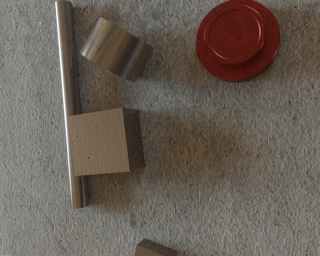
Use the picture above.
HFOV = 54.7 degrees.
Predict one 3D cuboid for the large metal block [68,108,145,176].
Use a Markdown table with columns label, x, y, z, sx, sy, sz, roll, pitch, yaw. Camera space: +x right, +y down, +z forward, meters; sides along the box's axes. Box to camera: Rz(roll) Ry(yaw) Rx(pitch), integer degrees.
| label | x | y | z | sx | sy | sz | roll | pitch | yaw |
| --- | --- | --- | --- | --- | --- | --- | --- | --- | --- |
| large metal block | -0.071 | 0.019 | 0.420 | 0.080 | 0.050 | 0.080 | -8 | 88 | 19 |

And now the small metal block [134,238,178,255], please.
| label | x | y | z | sx | sy | sz | roll | pitch | yaw |
| --- | --- | --- | --- | --- | --- | --- | --- | --- | --- |
| small metal block | -0.008 | 0.183 | 0.411 | 0.050 | 0.025 | 0.050 | 14 | 95 | 19 |

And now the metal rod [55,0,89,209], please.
| label | x | y | z | sx | sy | sz | roll | pitch | yaw |
| --- | --- | --- | --- | --- | --- | --- | --- | --- | --- |
| metal rod | -0.129 | -0.035 | 0.452 | 0.025 | 0.025 | 0.298 | -6 | 88 | 19 |

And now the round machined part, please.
| label | x | y | z | sx | sy | sz | roll | pitch | yaw |
| --- | --- | --- | --- | --- | --- | --- | --- | --- | --- |
| round machined part | 0.090 | -0.105 | 0.368 | 0.098 | 0.042 | 0.097 | 0 | 90 | 19 |

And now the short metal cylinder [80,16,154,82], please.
| label | x | y | z | sx | sy | sz | roll | pitch | yaw |
| --- | --- | --- | --- | --- | --- | --- | --- | --- | --- |
| short metal cylinder | -0.055 | -0.100 | 0.398 | 0.080 | 0.080 | 0.050 | 33 | 101 | 16 |
